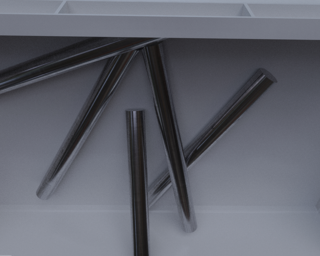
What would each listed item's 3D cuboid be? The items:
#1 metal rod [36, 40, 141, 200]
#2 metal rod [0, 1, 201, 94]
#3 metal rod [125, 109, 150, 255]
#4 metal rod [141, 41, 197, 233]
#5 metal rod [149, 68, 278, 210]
[{"bbox_3d":[-0.108,0.007,0.413,0.025,0.025,0.298,25,126,-20],"label":"metal rod"},{"bbox_3d":[-0.105,-0.071,0.329,0.301,0.025,0.025,-13,129,17],"label":"metal rod"},{"bbox_3d":[-0.027,0.123,0.420,0.025,0.025,0.298,-2,101,1],"label":"metal rod"},{"bbox_3d":[0.019,0.032,0.410,0.025,0.025,0.298,-8,122,7],"label":"metal rod"},{"bbox_3d":[0.047,0.036,0.439,0.025,0.025,0.298,25,126,-20],"label":"metal rod"}]
